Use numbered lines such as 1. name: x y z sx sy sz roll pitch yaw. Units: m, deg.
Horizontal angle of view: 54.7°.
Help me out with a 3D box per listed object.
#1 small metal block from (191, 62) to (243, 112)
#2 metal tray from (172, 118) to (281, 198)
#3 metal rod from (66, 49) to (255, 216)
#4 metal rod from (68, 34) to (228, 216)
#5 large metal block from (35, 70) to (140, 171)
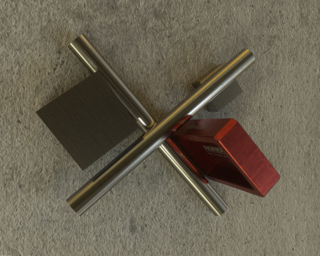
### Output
1. small metal block: 0.082 -0.058 0.442 0.050 0.025 0.050 -37 102 -16
2. metal tray: 0.073 0.032 0.382 0.030 0.130 0.090 -44 104 -14
3. metal rod: 0.012 -0.005 0.389 0.301 0.025 0.025 -41 103 -16
4. metal rod: -0.007 0.006 0.409 0.025 0.025 0.300 -44 104 -15
5. large metal block: -0.085 -0.009 0.365 0.080 0.050 0.080 -39 103 -16
